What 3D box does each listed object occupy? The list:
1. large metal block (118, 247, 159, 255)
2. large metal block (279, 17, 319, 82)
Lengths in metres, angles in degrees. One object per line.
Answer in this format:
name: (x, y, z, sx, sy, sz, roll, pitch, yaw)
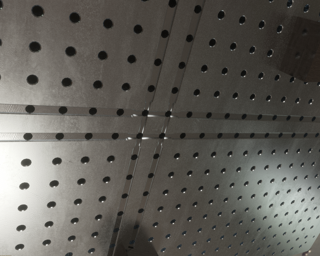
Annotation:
large metal block: (-0.030, 0.254, 0.518, 0.080, 0.080, 0.050, 29, 102, -38)
large metal block: (0.236, -0.114, 0.456, 0.081, 0.050, 0.079, -5, 121, -27)
